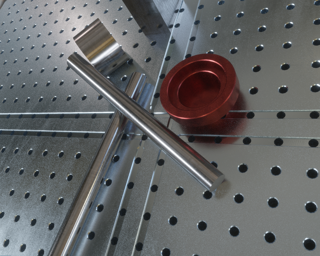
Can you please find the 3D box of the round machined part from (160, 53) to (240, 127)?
[{"bbox_3d":[0.053,-0.044,0.397,0.098,0.042,0.098,-13,56,21],"label":"round machined part"}]

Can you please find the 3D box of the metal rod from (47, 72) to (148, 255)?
[{"bbox_3d":[-0.082,0.052,0.419,0.025,0.025,0.300,8,66,32],"label":"metal rod"}]

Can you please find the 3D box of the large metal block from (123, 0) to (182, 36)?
[{"bbox_3d":[-0.010,-0.213,0.509,0.050,0.080,0.080,3,63,30],"label":"large metal block"}]

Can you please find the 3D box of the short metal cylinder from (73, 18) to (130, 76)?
[{"bbox_3d":[-0.094,-0.129,0.502,0.050,0.080,0.080,-37,51,3],"label":"short metal cylinder"}]

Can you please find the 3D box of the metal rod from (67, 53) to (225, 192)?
[{"bbox_3d":[-0.037,-0.023,0.414,0.025,0.025,0.300,-47,60,-5],"label":"metal rod"}]
